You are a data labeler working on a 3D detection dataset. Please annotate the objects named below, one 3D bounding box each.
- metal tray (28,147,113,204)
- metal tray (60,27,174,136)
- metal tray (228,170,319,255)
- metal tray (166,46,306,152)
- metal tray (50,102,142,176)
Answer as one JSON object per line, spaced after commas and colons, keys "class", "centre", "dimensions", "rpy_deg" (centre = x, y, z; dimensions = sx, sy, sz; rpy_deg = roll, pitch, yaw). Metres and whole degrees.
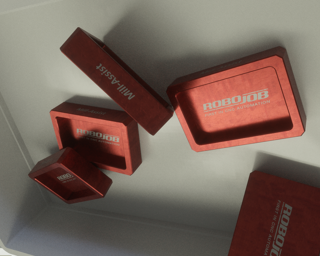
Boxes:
{"class": "metal tray", "centre": [-0.148, 0.082, 0.503], "dimensions": [0.090, 0.030, 0.130], "rpy_deg": [44, 141, -21]}
{"class": "metal tray", "centre": [-0.041, -0.052, 0.353], "dimensions": [0.130, 0.090, 0.030], "rpy_deg": [43, 98, -2]}
{"class": "metal tray", "centre": [0.135, 0.124, 0.360], "dimensions": [0.090, 0.030, 0.129], "rpy_deg": [15, 84, 19]}
{"class": "metal tray", "centre": [0.082, -0.026, 0.345], "dimensions": [0.130, 0.030, 0.090], "rpy_deg": [-13, 112, 33]}
{"class": "metal tray", "centre": [-0.095, 0.015, 0.462], "dimensions": [0.130, 0.030, 0.089], "rpy_deg": [10, 123, 22]}
